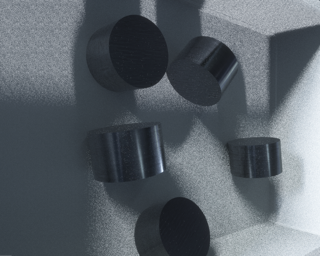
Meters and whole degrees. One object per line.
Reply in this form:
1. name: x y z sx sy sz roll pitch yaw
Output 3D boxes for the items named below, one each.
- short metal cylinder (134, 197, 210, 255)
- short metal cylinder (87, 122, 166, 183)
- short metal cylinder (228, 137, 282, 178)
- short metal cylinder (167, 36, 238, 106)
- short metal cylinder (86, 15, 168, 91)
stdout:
1. short metal cylinder: 0.016 0.132 0.385 0.080 0.050 0.080 22 52 -31
2. short metal cylinder: -0.036 0.024 0.341 0.081 0.080 0.050 -12 98 -39
3. short metal cylinder: 0.153 0.046 0.499 0.081 0.080 0.050 -10 97 -40
4. short metal cylinder: 0.057 -0.076 0.418 0.080 0.080 0.050 51 60 -28
5. short metal cylinder: -0.037 -0.084 0.359 0.081 0.050 0.080 0 90 -40
